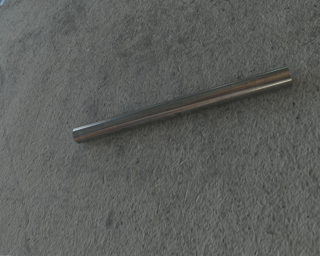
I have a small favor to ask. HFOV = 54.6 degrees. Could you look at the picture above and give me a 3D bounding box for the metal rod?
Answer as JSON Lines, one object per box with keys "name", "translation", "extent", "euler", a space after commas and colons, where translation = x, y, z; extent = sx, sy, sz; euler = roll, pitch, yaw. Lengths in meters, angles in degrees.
{"name": "metal rod", "translation": [0.015, -0.025, 0.412], "extent": [0.300, 0.025, 0.025], "euler": [-15, 56, 20]}
